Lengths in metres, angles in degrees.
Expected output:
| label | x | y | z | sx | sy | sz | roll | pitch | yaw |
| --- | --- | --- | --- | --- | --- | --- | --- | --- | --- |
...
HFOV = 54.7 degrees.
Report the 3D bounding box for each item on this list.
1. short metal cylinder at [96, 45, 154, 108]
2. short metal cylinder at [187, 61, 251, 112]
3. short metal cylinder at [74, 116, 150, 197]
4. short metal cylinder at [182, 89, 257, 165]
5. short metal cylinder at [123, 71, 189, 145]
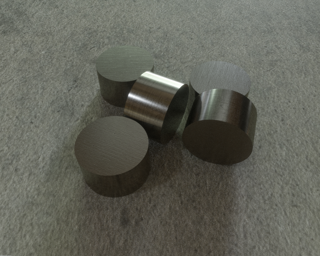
| label | x | y | z | sx | sy | sz | roll | pitch | yaw |
| --- | --- | --- | --- | --- | --- | --- | --- | --- | --- |
| short metal cylinder | -0.049 | -0.075 | 0.450 | 0.081 | 0.050 | 0.080 | 0 | 50 | 0 |
| short metal cylinder | 0.080 | -0.048 | 0.428 | 0.081 | 0.050 | 0.080 | 0 | 50 | 0 |
| short metal cylinder | -0.052 | 0.033 | 0.358 | 0.081 | 0.050 | 0.080 | 0 | 51 | 0 |
| short metal cylinder | 0.072 | 0.000 | 0.369 | 0.080 | 0.080 | 0.050 | 13 | 51 | 10 |
| short metal cylinder | -0.003 | -0.025 | 0.389 | 0.050 | 0.080 | 0.080 | 22 | 53 | 17 |
